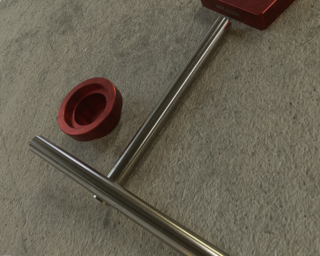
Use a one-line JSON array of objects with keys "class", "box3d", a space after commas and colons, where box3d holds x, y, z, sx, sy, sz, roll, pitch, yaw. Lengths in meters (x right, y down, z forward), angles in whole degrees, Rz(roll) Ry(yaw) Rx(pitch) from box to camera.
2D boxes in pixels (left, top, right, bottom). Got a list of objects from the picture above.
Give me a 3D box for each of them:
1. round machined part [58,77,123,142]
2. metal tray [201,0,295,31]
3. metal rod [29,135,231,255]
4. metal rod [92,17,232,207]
[{"class": "round machined part", "box3d": [-0.097, -0.023, 0.456, 0.098, 0.042, 0.098, -13, 56, 20]}, {"class": "metal tray", "box3d": [0.131, -0.204, 0.457, 0.090, 0.030, 0.130, -45, 51, -4]}, {"class": "metal rod", "box3d": [-0.047, 0.079, 0.351, 0.300, 0.025, 0.025, 26, 76, 28]}, {"class": "metal rod", "box3d": [0.009, -0.030, 0.416, 0.025, 0.025, 0.300, 26, 75, 36]}]
